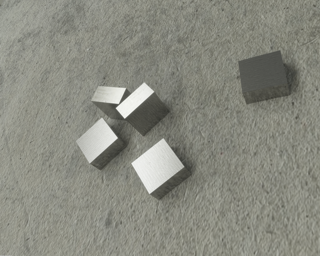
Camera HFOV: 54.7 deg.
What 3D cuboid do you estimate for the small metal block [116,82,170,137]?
[{"bbox_3d":[-0.022,-0.024,0.414,0.050,0.050,0.025,-43,51,-1],"label":"small metal block"}]

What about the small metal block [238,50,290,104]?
[{"bbox_3d":[0.125,-0.061,0.376,0.050,0.025,0.050,-11,57,22],"label":"small metal block"}]

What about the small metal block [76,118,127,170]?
[{"bbox_3d":[-0.082,0.022,0.434,0.050,0.025,0.050,-42,51,-1],"label":"small metal block"}]

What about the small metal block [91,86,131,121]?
[{"bbox_3d":[-0.060,-0.034,0.440,0.050,0.050,0.025,8,66,32],"label":"small metal block"}]

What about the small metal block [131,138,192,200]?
[{"bbox_3d":[0.001,0.049,0.373,0.050,0.025,0.050,-38,51,2],"label":"small metal block"}]
